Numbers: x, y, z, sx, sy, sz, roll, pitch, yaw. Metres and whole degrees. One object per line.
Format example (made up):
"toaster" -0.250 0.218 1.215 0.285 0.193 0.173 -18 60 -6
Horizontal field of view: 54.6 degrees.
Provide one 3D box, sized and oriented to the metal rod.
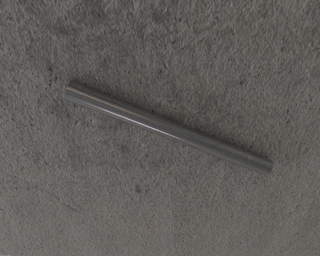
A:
"metal rod" 0.024 0.006 0.411 0.302 0.025 0.025 21 127 -17
